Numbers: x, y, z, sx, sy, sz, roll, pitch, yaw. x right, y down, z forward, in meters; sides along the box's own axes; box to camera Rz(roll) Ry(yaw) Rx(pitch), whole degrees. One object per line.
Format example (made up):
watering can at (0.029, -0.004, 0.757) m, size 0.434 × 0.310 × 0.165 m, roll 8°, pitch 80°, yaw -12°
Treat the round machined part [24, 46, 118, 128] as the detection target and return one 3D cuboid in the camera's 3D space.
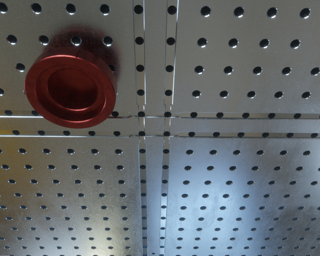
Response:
round machined part at (-0.098, -0.049, 0.357) m, size 0.099 × 0.042 × 0.097 m, roll -1°, pitch 130°, yaw 0°
